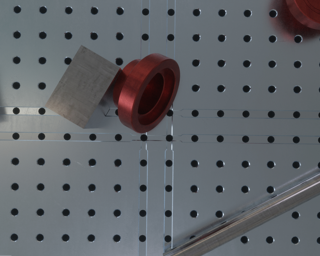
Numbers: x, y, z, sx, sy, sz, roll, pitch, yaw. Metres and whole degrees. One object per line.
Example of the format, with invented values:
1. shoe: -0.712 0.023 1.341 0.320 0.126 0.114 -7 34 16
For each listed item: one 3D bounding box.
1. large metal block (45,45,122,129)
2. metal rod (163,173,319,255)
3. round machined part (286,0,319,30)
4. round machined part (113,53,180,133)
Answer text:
1. large metal block: -0.086 -0.046 0.385 0.050 0.080 0.080 31 90 0
2. metal rod: 0.144 0.111 0.414 0.301 0.025 0.025 -27 90 0
3. round machined part: 0.213 -0.177 0.406 0.099 0.042 0.097 0 90 0
4. round machined part: -0.020 -0.046 0.381 0.042 0.098 0.098 29 90 23
